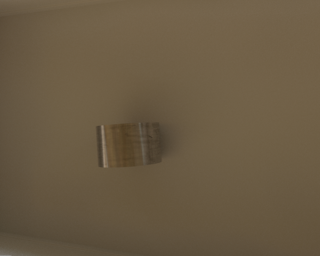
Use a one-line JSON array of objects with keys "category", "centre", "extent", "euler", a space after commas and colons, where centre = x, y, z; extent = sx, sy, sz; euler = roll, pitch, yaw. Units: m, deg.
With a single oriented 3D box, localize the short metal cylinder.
[{"category": "short metal cylinder", "centre": [-0.039, 0.020, 0.394], "extent": [0.080, 0.080, 0.050], "euler": [-4, 89, 19]}]
